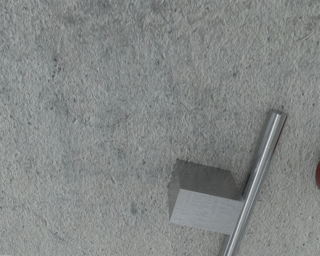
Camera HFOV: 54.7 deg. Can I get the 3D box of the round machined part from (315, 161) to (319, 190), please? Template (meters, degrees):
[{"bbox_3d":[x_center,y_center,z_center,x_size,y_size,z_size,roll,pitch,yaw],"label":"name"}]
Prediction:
[{"bbox_3d":[0.263,0.059,0.426,0.099,0.042,0.097,0,110,-1],"label":"round machined part"}]

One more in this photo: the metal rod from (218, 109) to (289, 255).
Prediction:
[{"bbox_3d":[0.124,0.116,0.454,0.025,0.025,0.298,11,110,-5],"label":"metal rod"}]

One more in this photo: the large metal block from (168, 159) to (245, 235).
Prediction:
[{"bbox_3d":[0.056,0.089,0.414,0.081,0.080,0.050,13,110,-5],"label":"large metal block"}]
